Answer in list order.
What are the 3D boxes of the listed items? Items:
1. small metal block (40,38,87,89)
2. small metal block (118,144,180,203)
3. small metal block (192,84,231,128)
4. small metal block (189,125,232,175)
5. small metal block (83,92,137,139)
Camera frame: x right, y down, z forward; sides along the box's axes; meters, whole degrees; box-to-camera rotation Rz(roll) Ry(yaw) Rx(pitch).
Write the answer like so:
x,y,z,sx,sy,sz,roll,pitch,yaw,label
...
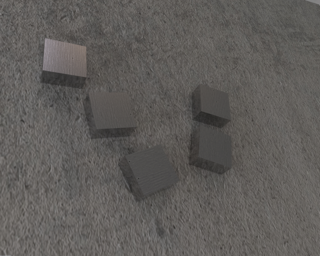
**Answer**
x,y,z,sx,sy,sz,roll,pitch,yaw,label
-0.120,-0.080,0.388,0.050,0.025,0.050,6,59,-25,small metal block
-0.013,0.052,0.364,0.050,0.025,0.050,-16,70,-35,small metal block
0.076,-0.033,0.464,0.050,0.025,0.050,15,55,-20,small metal block
0.069,0.030,0.422,0.050,0.025,0.050,20,54,-17,small metal block
-0.062,-0.016,0.380,0.050,0.025,0.050,-3,63,-30,small metal block
